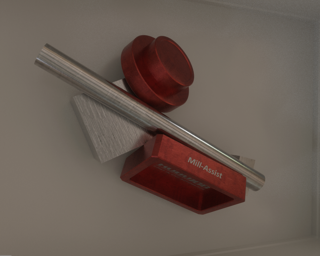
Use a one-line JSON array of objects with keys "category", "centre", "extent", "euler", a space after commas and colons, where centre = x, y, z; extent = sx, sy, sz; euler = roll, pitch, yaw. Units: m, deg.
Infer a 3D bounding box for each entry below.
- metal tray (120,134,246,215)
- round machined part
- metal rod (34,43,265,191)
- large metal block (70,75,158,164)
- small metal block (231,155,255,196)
[{"category": "metal tray", "centre": [0.028, 0.063, 0.382], "extent": [0.131, 0.090, 0.030], "euler": [28, 53, -19]}, {"category": "round machined part", "centre": [0.004, -0.071, 0.375], "extent": [0.098, 0.042, 0.098], "euler": [31, 45, -35]}, {"category": "metal rod", "centre": [0.004, -0.002, 0.357], "extent": [0.301, 0.025, 0.025], "euler": [30, 80, -18]}, {"category": "large metal block", "centre": [-0.053, -0.012, 0.376], "extent": [0.081, 0.050, 0.080], "euler": [-24, 98, -19]}, {"category": "small metal block", "centre": [0.103, 0.064, 0.435], "extent": [0.025, 0.050, 0.050], "euler": [16, 85, -20]}]
